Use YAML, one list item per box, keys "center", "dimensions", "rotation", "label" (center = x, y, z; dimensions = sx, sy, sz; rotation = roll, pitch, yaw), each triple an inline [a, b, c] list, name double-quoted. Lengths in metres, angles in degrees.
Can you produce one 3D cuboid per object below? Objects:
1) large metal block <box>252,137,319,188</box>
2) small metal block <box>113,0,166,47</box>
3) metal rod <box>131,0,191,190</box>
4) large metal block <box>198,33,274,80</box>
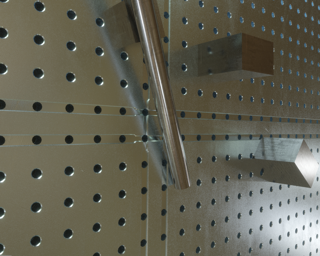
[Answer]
- center: [0.232, 0.063, 0.572]
  dimensions: [0.080, 0.080, 0.050]
  rotation: [47, 62, -30]
  label: "large metal block"
- center: [-0.025, -0.133, 0.389]
  dimensions: [0.050, 0.025, 0.050]
  rotation: [-24, 105, -38]
  label: "small metal block"
- center: [0.000, -0.056, 0.387]
  dimensions: [0.025, 0.025, 0.298]
  rotation: [-29, 116, -36]
  label: "metal rod"
- center: [0.115, -0.104, 0.472]
  dimensions: [0.081, 0.080, 0.050]
  rotation: [-1, 91, -40]
  label: "large metal block"
